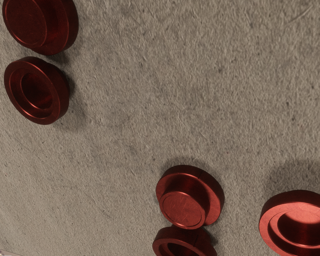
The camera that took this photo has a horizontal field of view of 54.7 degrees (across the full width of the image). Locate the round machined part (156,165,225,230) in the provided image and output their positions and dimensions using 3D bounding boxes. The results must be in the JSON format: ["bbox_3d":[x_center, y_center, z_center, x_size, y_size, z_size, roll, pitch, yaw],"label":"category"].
[{"bbox_3d":[0.038,0.104,0.439,0.098,0.042,0.097,13,124,20],"label":"round machined part"}]

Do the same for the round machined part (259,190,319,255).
[{"bbox_3d":[0.174,0.114,0.375,0.098,0.042,0.097,13,124,20],"label":"round machined part"}]

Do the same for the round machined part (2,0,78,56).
[{"bbox_3d":[-0.156,-0.139,0.390,0.098,0.042,0.097,13,124,20],"label":"round machined part"}]

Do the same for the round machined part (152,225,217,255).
[{"bbox_3d":[0.041,0.183,0.480,0.098,0.042,0.097,15,134,17],"label":"round machined part"}]

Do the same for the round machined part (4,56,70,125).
[{"bbox_3d":[-0.171,-0.057,0.449,0.098,0.042,0.097,13,124,20],"label":"round machined part"}]
